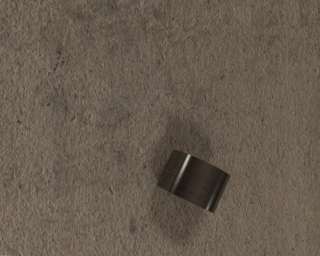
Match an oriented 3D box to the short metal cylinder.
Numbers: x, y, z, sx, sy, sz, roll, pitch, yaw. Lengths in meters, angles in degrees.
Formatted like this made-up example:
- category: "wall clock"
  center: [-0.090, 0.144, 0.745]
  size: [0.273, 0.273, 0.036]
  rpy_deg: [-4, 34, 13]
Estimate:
- category: "short metal cylinder"
  center: [0.042, 0.068, 0.397]
  size: [0.080, 0.080, 0.050]
  rpy_deg: [29, 81, -18]
